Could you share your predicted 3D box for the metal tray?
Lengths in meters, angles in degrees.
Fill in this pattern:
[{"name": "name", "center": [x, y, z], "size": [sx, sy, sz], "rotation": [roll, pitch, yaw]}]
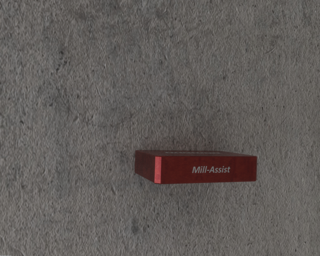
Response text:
[{"name": "metal tray", "center": [0.042, 0.046, 0.389], "size": [0.131, 0.090, 0.030], "rotation": [2, 90, -20]}]
